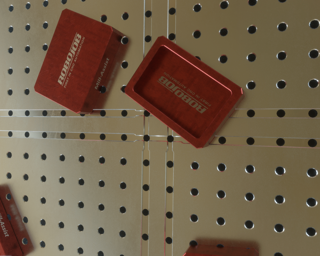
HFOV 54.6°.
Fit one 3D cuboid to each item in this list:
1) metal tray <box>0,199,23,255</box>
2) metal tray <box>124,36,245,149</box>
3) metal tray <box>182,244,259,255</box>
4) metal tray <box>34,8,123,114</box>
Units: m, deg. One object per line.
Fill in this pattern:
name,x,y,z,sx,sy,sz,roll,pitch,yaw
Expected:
metal tray,-0.292,0.174,0.514,0.090,0.030,0.130,-30,80,17
metal tray,0.029,-0.046,0.399,0.130,0.030,0.090,38,102,16
metal tray,0.078,0.217,0.383,0.090,0.030,0.129,-3,89,20
metal tray,-0.121,-0.096,0.453,0.090,0.030,0.129,26,99,18
